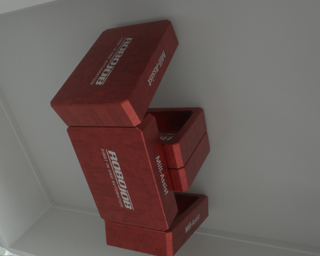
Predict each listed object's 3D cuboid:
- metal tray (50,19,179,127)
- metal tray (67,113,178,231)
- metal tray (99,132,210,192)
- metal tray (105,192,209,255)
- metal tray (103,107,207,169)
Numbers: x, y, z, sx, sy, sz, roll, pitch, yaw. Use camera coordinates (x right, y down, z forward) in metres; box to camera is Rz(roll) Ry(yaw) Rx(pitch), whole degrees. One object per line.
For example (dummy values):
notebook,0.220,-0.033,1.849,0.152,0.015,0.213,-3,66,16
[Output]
metal tray,-0.043,-0.060,0.324,0.090,0.130,0.030,1,139,27
metal tray,-0.038,0.048,0.336,0.090,0.030,0.129,0,119,27
metal tray,-0.012,0.035,0.394,0.130,0.090,0.030,1,119,27
metal tray,0.001,0.119,0.410,0.090,0.131,0.030,0,97,27
metal tray,-0.019,0.008,0.380,0.130,0.090,0.030,1,119,27
